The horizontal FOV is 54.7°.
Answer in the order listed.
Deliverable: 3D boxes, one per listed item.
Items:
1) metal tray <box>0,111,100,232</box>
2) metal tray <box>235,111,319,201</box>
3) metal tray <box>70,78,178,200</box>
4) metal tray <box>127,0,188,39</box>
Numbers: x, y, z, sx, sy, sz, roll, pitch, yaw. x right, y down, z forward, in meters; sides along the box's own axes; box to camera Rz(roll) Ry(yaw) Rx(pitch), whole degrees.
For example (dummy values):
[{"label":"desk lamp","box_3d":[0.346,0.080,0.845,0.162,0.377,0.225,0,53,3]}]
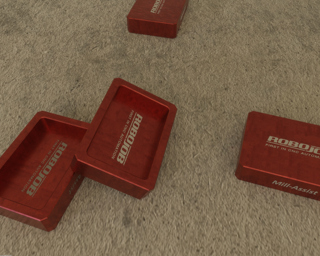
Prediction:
[{"label":"metal tray","box_3d":[-0.134,0.043,0.362,0.090,0.030,0.130,15,51,12]},{"label":"metal tray","box_3d":[0.164,0.033,0.373,0.131,0.030,0.090,14,51,11]},{"label":"metal tray","box_3d":[-0.037,0.008,0.370,0.090,0.030,0.130,26,51,-10]},{"label":"metal tray","box_3d":[0.000,-0.224,0.588,0.090,0.030,0.130,11,51,9]}]
